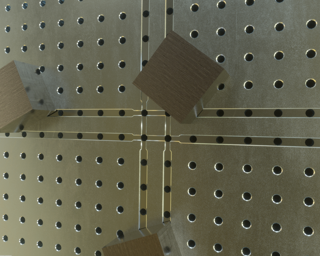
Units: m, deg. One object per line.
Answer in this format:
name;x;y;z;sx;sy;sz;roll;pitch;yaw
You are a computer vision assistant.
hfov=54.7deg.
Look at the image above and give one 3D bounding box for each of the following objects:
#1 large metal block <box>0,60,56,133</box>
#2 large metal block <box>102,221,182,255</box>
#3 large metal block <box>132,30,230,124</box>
large metal block;-0.220;-0.045;0.475;0.080;0.050;0.080;-27;82;17
large metal block;-0.018;0.178;0.405;0.080;0.050;0.080;-22;83;18
large metal block;0.027;-0.061;0.389;0.080;0.050;0.080;41;103;15
